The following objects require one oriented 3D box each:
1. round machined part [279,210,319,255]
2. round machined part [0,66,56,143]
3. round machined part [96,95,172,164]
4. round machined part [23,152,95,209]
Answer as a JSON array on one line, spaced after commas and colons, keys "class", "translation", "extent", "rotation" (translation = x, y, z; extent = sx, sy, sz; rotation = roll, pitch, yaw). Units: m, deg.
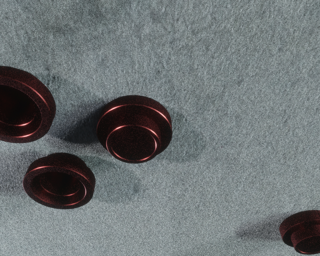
[{"class": "round machined part", "translation": [0.275, 0.196, 0.568], "extent": [0.099, 0.042, 0.097], "rotation": [-1, 130, 0]}, {"class": "round machined part", "translation": [-0.173, -0.031, 0.367], "extent": [0.099, 0.042, 0.097], "rotation": [-1, 130, 0]}, {"class": "round machined part", "translation": [-0.033, 0.009, 0.403], "extent": [0.099, 0.042, 0.097], "rotation": [-1, 130, 0]}, {"class": "round machined part", "translation": [-0.145, 0.074, 0.457], "extent": [0.099, 0.042, 0.097], "rotation": [-1, 130, 0]}]
